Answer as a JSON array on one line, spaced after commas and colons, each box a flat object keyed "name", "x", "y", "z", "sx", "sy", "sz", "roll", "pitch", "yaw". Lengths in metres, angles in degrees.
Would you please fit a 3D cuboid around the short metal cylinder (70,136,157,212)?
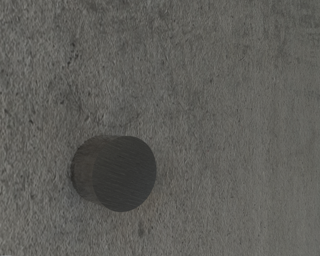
[{"name": "short metal cylinder", "x": -0.051, "y": 0.048, "z": 0.345, "sx": 0.081, "sy": 0.050, "sz": 0.080, "roll": 0, "pitch": 90, "yaw": -40}]
